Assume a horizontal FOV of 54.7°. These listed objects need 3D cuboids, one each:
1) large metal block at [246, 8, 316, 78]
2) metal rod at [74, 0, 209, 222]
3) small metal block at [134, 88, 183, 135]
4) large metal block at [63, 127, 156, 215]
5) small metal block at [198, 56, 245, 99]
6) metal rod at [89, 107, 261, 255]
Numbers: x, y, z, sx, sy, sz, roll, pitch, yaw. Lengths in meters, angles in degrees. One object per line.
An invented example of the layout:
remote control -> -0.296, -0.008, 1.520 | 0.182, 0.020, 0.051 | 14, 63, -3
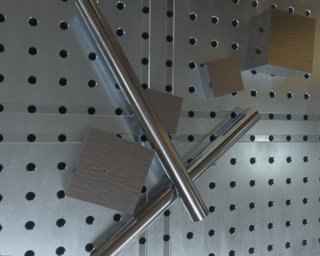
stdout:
large metal block -> 0.181, -0.124, 0.465 | 0.081, 0.050, 0.080 | 6, 88, -20
metal rod -> -0.018, -0.018, 0.379 | 0.025, 0.025, 0.299 | -31, 98, -17
small metal block -> -0.002, -0.021, 0.412 | 0.050, 0.025, 0.050 | 14, 85, -20
large metal block -> -0.062, 0.050, 0.376 | 0.080, 0.050, 0.080 | 22, 83, -19
small metal block -> 0.088, -0.072, 0.445 | 0.050, 0.025, 0.050 | -16, 96, -19
metal rod -> 0.031, 0.073, 0.423 | 0.301, 0.025, 0.025 | -41, 103, -16
